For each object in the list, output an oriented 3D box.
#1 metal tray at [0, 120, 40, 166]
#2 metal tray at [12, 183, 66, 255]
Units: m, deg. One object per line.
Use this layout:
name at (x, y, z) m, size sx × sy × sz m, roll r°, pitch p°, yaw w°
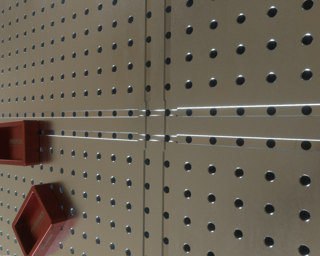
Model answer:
metal tray at (-0.301, 0.032, 0.650) m, size 0.130 × 0.030 × 0.089 m, roll -3°, pitch 88°, yaw 39°
metal tray at (-0.236, 0.182, 0.596) m, size 0.090 × 0.030 × 0.129 m, roll 50°, pitch 119°, yaw 28°
